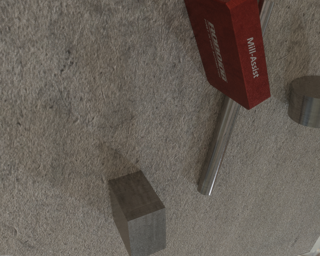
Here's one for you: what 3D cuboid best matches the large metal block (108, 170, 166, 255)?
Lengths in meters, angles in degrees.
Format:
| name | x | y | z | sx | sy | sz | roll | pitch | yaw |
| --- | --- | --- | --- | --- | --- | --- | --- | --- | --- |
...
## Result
| name | x | y | z | sx | sy | sz | roll | pitch | yaw |
| --- | --- | --- | --- | --- | --- | --- | --- | --- | --- |
| large metal block | -0.032 | 0.120 | 0.430 | 0.050 | 0.080 | 0.079 | -15 | 125 | -20 |

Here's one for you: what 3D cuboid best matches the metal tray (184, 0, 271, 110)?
| name | x | y | z | sx | sy | sz | roll | pitch | yaw |
| --- | --- | --- | --- | --- | --- | --- | --- | --- | --- |
| metal tray | 0.076 | -0.093 | 0.350 | 0.030 | 0.090 | 0.130 | -32 | 129 | -8 |

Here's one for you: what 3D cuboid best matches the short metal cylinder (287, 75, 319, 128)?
| name | x | y | z | sx | sy | sz | roll | pitch | yaw |
| --- | --- | --- | --- | --- | --- | --- | --- | --- | --- |
| short metal cylinder | 0.245 | -0.042 | 0.482 | 0.081 | 0.080 | 0.050 | -18 | 126 | -18 |

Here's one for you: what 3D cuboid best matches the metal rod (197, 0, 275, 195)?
| name | x | y | z | sx | sy | sz | roll | pitch | yaw |
| --- | --- | --- | --- | --- | --- | --- | --- | --- | --- |
| metal rod | 0.102 | -0.027 | 0.447 | 0.025 | 0.025 | 0.298 | -3 | 120 | -28 |
